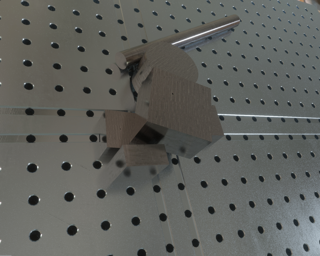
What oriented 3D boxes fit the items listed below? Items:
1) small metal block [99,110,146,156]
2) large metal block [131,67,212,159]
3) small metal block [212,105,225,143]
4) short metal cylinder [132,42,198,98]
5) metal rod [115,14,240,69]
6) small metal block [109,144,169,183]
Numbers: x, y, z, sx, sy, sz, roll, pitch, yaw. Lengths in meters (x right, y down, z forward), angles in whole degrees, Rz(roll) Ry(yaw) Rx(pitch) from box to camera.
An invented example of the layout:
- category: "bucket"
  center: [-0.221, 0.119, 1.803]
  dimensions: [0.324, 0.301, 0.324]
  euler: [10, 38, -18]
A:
- category: "small metal block"
  center: [-0.045, 0.008, 0.380]
  dimensions: [0.050, 0.025, 0.050]
  euler: [6, 59, -26]
- category: "large metal block"
  center: [0.015, -0.017, 0.380]
  dimensions: [0.081, 0.050, 0.080]
  euler: [18, 55, -18]
- category: "small metal block"
  center: [0.059, -0.006, 0.446]
  dimensions: [0.050, 0.025, 0.050]
  euler: [2, 61, -28]
- category: "short metal cylinder"
  center: [0.007, -0.075, 0.440]
  dimensions: [0.081, 0.050, 0.080]
  euler: [16, 51, -21]
- category: "metal rod"
  center: [0.047, -0.155, 0.530]
  dimensions: [0.302, 0.025, 0.025]
  euler: [-30, 79, -38]
- category: "small metal block"
  center: [-0.025, 0.041, 0.355]
  dimensions: [0.050, 0.050, 0.025]
  euler: [1, 62, -28]
